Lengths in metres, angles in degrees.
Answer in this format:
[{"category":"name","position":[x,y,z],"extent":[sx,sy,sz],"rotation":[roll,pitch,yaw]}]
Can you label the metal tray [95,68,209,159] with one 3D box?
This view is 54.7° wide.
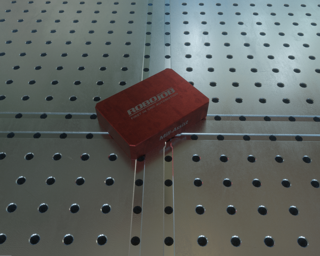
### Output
[{"category":"metal tray","position":[-0.009,-0.025,0.425],"extent":[0.131,0.030,0.090],"rotation":[-31,57,-24]}]
